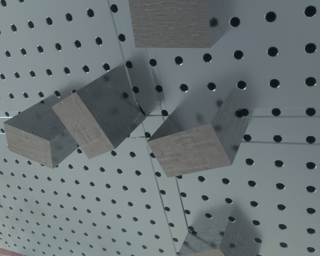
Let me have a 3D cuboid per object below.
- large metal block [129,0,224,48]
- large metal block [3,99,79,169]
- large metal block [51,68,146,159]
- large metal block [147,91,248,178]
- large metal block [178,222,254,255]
[{"bbox_3d":[0.017,-0.126,0.307,0.080,0.050,0.079,7,122,24],"label":"large metal block"},{"bbox_3d":[-0.169,0.006,0.466,0.080,0.080,0.050,19,126,17],"label":"large metal block"},{"bbox_3d":[-0.076,-0.019,0.402,0.050,0.080,0.080,-22,107,36],"label":"large metal block"},{"bbox_3d":[0.045,0.007,0.355,0.080,0.080,0.050,-18,109,34],"label":"large metal block"},{"bbox_3d":[0.087,0.199,0.471,0.080,0.050,0.080,-30,102,37],"label":"large metal block"}]
